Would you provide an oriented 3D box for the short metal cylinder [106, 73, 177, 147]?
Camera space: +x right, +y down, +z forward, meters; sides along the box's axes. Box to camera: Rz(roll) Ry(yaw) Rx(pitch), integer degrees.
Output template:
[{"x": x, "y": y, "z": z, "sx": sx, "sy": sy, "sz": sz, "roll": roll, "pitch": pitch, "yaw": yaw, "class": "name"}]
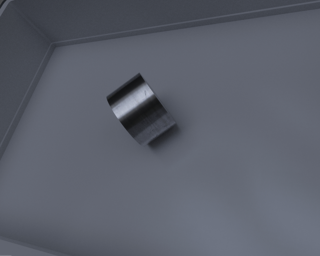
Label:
[{"x": -0.022, "y": -0.023, "z": 0.392, "sx": 0.050, "sy": 0.080, "sz": 0.080, "roll": -36, "pitch": 51, "yaw": 4, "class": "short metal cylinder"}]
